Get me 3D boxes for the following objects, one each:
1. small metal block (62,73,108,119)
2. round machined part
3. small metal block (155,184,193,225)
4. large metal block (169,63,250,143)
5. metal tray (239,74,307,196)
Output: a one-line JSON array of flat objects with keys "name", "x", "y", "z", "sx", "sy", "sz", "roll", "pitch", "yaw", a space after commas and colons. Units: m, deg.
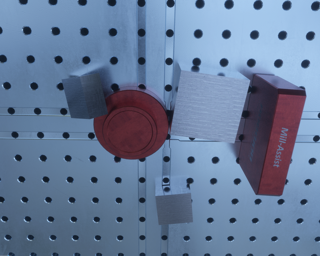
[{"name": "small metal block", "x": -0.092, "y": -0.039, "z": 0.379, "sx": 0.025, "sy": 0.050, "sz": 0.050, "roll": -20, "pitch": 106, "yaw": -38}, {"name": "round machined part", "x": -0.038, "y": -0.002, "z": 0.403, "sx": 0.099, "sy": 0.042, "sz": 0.097, "roll": 0, "pitch": 110, "yaw": -1}, {"name": "small metal block", "x": 0.021, "y": 0.112, "z": 0.455, "sx": 0.050, "sy": 0.025, "sz": 0.050, "roll": -5, "pitch": 110, "yaw": 1}, {"name": "large metal block", "x": 0.058, "y": -0.032, "z": 0.389, "sx": 0.081, "sy": 0.050, "sz": 0.079, "roll": 8, "pitch": 110, "yaw": -4}, {"name": "metal tray", "x": 0.133, "y": 0.006, "z": 0.382, "sx": 0.030, "sy": 0.090, "sz": 0.129, "roll": 4, "pitch": 110, "yaw": -2}]
